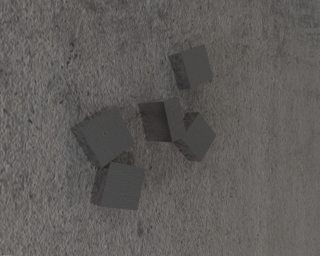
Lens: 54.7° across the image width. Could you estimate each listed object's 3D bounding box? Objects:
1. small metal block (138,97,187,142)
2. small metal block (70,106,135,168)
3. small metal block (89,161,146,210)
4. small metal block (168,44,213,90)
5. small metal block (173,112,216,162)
[{"bbox_3d":[0.003,-0.010,0.390,0.025,0.050,0.050,-20,103,-38],"label":"small metal block"},{"bbox_3d":[-0.064,0.009,0.351,0.050,0.025,0.050,-38,113,-33],"label":"small metal block"},{"bbox_3d":[-0.049,0.067,0.364,0.050,0.025,0.050,19,78,-39],"label":"small metal block"},{"bbox_3d":[0.045,-0.087,0.442,0.050,0.025,0.050,-29,108,-36],"label":"small metal block"},{"bbox_3d":[0.048,0.013,0.445,0.050,0.025,0.050,50,61,-28],"label":"small metal block"}]
